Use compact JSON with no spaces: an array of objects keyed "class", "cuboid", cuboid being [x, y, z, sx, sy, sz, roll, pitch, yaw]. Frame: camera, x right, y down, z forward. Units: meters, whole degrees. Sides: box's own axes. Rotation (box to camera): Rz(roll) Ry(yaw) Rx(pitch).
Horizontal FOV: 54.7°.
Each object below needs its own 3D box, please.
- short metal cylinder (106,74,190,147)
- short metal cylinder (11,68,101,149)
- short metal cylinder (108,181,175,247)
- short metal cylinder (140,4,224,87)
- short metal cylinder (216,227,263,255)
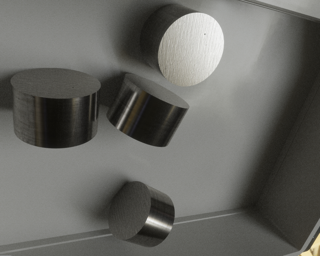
[{"class":"short metal cylinder","cuboid":[-0.014,-0.021,0.354,0.081,0.080,0.050,17,110,-35]},{"class":"short metal cylinder","cuboid":[-0.101,-0.022,0.305,0.081,0.080,0.050,-5,121,-27]},{"class":"short metal cylinder","cuboid":[-0.026,0.121,0.435,0.080,0.080,0.050,-50,129,6]},{"class":"short metal cylinder","cuboid":[0.024,-0.093,0.349,0.081,0.050,0.079,-14,125,-21]},{"class":"short metal cylinder","cuboid":[0.166,0.255,0.647,0.081,0.050,0.079,-14,125,-21]}]
